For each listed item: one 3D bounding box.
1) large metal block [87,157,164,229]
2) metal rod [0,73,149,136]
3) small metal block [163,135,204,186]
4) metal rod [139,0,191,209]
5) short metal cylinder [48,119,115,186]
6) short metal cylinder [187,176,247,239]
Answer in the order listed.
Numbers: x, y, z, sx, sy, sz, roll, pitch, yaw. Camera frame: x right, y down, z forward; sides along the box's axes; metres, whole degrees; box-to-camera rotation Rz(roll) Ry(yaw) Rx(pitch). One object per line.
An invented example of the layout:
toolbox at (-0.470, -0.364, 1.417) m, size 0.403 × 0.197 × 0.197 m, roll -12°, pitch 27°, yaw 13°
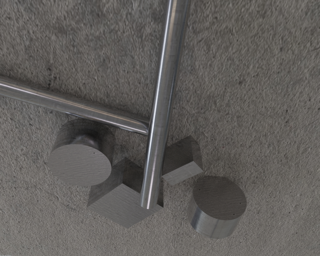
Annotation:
large metal block at (-0.052, 0.102, 0.477) m, size 0.080 × 0.050 × 0.080 m, roll -37°, pitch 121°, yaw 27°
metal rod at (-0.153, -0.041, 0.370) m, size 0.302 × 0.025 × 0.025 m, roll 16°, pitch 128°, yaw -14°
small metal block at (0.030, 0.045, 0.429) m, size 0.050 × 0.050 × 0.025 m, roll -29°, pitch 125°, yaw 22°
metal rod at (0.003, -0.023, 0.357) m, size 0.025 × 0.025 × 0.298 m, roll 6°, pitch 121°, yaw -5°
short metal cylinder at (-0.103, 0.034, 0.419) m, size 0.081 × 0.050 × 0.079 m, roll 0°, pitch 130°, yaw 0°
short metal cylinder at (0.086, 0.121, 0.475) m, size 0.081 × 0.080 × 0.050 m, roll 5°, pitch 130°, yaw -5°
